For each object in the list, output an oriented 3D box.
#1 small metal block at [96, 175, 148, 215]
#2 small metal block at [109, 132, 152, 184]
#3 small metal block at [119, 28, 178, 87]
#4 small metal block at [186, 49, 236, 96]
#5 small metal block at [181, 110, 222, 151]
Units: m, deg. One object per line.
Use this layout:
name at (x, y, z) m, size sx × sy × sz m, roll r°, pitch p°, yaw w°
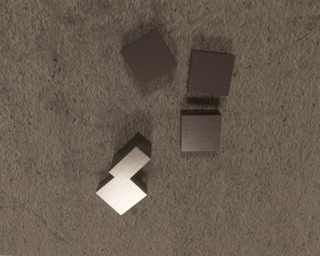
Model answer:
small metal block at (-0.054, 0.087, 0.441) m, size 0.050 × 0.025 × 0.050 m, roll -40°, pitch 106°, yaw 13°
small metal block at (-0.038, 0.038, 0.410) m, size 0.025 × 0.050 × 0.050 m, roll 43°, pitch 104°, yaw -14°
small metal block at (-0.013, -0.087, 0.378) m, size 0.050 × 0.025 × 0.050 m, roll -29°, pitch 108°, yaw 10°
small metal block at (0.062, -0.069, 0.385) m, size 0.050 × 0.025 × 0.050 m, roll 5°, pitch 110°, yaw -3°
small metal block at (0.053, 0.003, 0.412) m, size 0.050 × 0.025 × 0.050 m, roll -1°, pitch 110°, yaw 0°
